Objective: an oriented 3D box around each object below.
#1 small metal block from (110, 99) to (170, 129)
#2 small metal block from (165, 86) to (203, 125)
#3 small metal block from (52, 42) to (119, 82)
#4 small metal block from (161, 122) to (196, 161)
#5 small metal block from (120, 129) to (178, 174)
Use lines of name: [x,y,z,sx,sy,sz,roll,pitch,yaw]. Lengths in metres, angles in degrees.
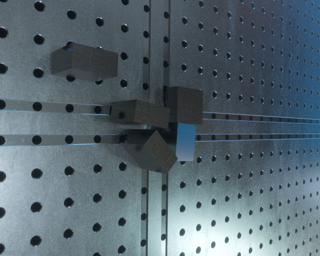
small metal block: [-0.024,-0.015,0.374,0.050,0.050,0.025,12,83,-40]
small metal block: [0.035,-0.031,0.440,0.050,0.025,0.050,2,89,-40]
small metal block: [-0.080,-0.068,0.327,0.050,0.050,0.025,4,88,-40]
small metal block: [0.025,0.019,0.424,0.050,0.025,0.050,9,84,-56]
small metal block: [-0.014,0.028,0.383,0.025,0.050,0.050,-51,120,-27]
